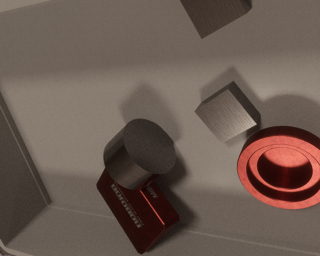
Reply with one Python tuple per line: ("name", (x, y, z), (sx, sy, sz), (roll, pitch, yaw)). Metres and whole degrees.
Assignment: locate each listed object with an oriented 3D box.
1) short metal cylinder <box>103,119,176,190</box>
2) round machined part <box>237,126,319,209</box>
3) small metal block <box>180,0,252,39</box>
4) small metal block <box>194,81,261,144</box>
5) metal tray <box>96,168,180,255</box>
("short metal cylinder", (-0.026, 0.034, 0.407), (0.080, 0.080, 0.050), (45, 129, -4))
("round machined part", (0.140, 0.040, 0.348), (0.098, 0.042, 0.097), (13, 124, 20))
("small metal block", (0.053, -0.124, 0.303), (0.050, 0.025, 0.050), (-22, 107, 37))
("small metal block", (0.078, -0.018, 0.356), (0.050, 0.025, 0.050), (-35, 99, 38))
("metal tray", (-0.038, 0.107, 0.457), (0.130, 0.030, 0.089), (51, 132, 23))
